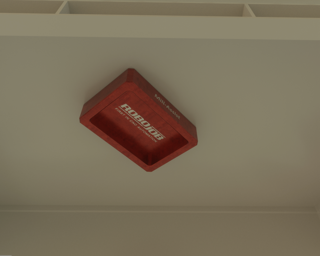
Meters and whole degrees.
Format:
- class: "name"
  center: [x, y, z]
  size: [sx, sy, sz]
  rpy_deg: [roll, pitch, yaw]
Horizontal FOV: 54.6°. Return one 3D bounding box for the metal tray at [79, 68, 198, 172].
- class: "metal tray"
  center: [-0.025, -0.004, 0.401]
  size: [0.090, 0.030, 0.130]
  rpy_deg: [-34, 123, 25]
